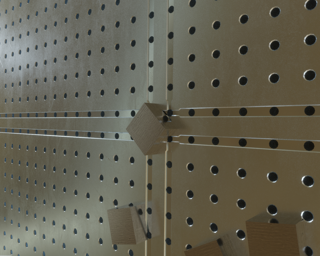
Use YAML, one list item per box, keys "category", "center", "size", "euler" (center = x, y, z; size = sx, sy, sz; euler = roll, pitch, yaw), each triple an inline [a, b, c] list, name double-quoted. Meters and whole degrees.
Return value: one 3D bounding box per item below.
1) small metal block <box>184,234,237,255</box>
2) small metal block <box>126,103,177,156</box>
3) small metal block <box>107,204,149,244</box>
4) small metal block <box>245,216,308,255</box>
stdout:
- category: "small metal block"
  center: [0.063, 0.157, 0.358]
  size: [0.050, 0.025, 0.050]
  euler: [-36, 68, 34]
- category: "small metal block"
  center: [-0.013, 0.001, 0.421]
  size: [0.050, 0.025, 0.050]
  euler: [52, 120, 27]
- category: "small metal block"
  center: [-0.047, 0.140, 0.450]
  size: [0.050, 0.025, 0.050]
  euler: [-18, 79, 38]
- category: "small metal block"
  center: [0.118, 0.118, 0.312]
  size: [0.050, 0.025, 0.050]
  euler: [-10, 84, 39]
